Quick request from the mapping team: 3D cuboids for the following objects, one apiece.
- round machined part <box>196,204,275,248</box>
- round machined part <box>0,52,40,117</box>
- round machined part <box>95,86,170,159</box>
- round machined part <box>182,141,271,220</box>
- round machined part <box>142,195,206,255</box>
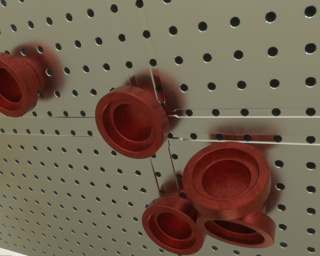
[{"bbox_3d":[0.100,0.117,0.405,0.098,0.042,0.098,15,147,10],"label":"round machined part"},{"bbox_3d":[-0.226,-0.069,0.474,0.098,0.042,0.097,13,124,20],"label":"round machined part"},{"bbox_3d":[-0.032,-0.011,0.409,0.098,0.042,0.097,13,124,20],"label":"round machined part"},{"bbox_3d":[0.079,0.065,0.365,0.098,0.098,0.042,1,135,27],"label":"round machined part"},{"bbox_3d":[0.025,0.143,0.474,0.098,0.042,0.097,13,124,20],"label":"round machined part"}]
